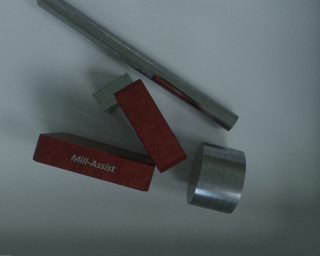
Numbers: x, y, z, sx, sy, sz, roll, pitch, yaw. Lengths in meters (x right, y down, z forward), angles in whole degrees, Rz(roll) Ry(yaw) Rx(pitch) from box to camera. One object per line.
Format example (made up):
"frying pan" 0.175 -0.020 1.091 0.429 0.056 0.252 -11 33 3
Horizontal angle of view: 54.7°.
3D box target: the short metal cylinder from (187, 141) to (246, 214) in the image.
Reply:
"short metal cylinder" 0.068 0.061 0.385 0.050 0.080 0.080 14 90 0

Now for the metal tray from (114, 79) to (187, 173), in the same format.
"metal tray" -0.009 -0.002 0.359 0.030 0.130 0.090 -31 90 0

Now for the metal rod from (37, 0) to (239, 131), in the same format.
"metal rod" -0.028 -0.089 0.410 0.301 0.025 0.025 33 90 -1

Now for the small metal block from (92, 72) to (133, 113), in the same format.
"small metal block" -0.054 -0.044 0.398 0.050 0.050 0.025 -33 90 0

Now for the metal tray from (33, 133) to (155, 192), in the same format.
"metal tray" -0.072 0.038 0.378 0.131 0.090 0.030 16 90 -1
